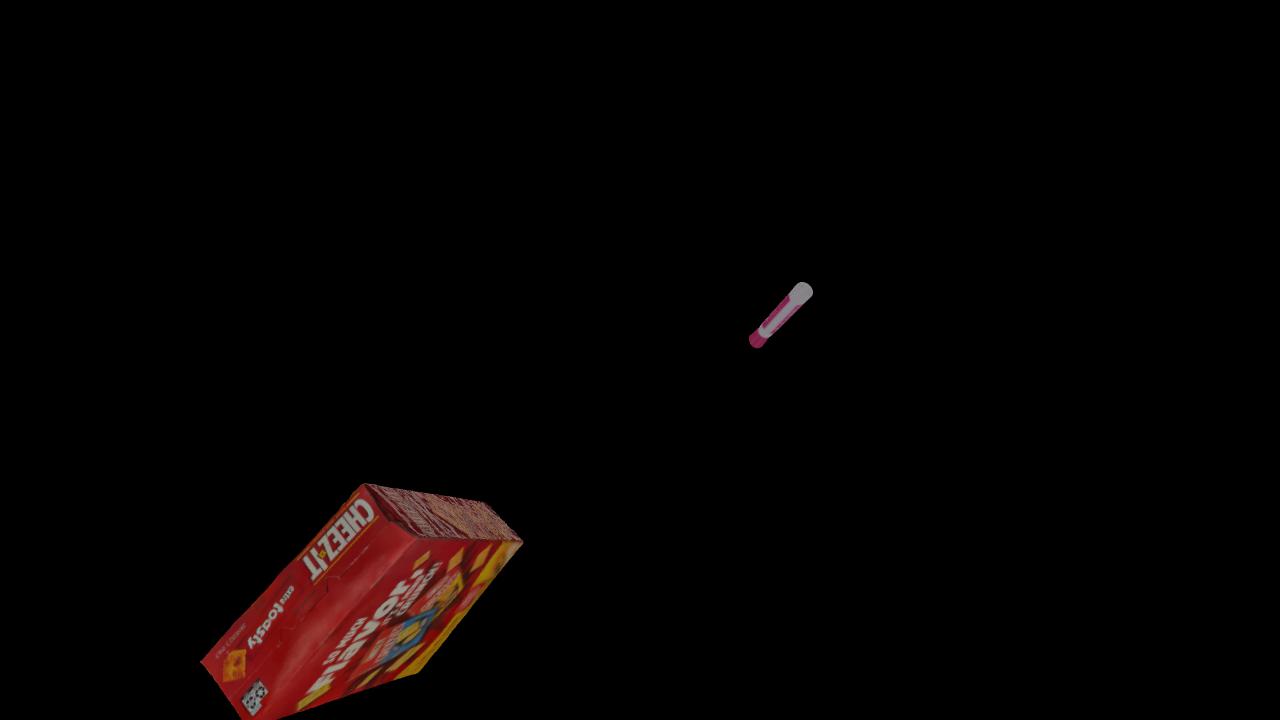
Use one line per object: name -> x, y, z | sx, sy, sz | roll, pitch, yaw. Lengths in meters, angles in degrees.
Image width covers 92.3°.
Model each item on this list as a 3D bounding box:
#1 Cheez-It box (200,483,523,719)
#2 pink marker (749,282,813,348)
Cheez-It box -> -0.209, 0.197, 0.522 | 0.071, 0.166, 0.223 | 38, -7, 18
pink marker -> 0.146, -0.044, 0.655 | 0.020, 0.020, 0.121 | 0, -24, -16
